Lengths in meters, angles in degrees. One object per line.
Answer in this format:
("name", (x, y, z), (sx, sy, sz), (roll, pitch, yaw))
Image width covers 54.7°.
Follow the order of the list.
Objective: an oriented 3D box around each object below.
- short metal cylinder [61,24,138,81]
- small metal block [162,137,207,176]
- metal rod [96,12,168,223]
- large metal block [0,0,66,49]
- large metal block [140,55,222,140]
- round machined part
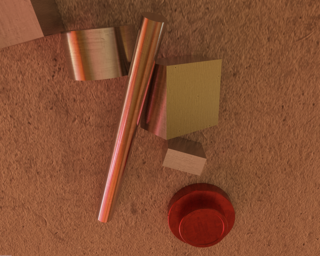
("short metal cylinder", (-0.065, -0.087, 0.348), (0.080, 0.080, 0.050), (-5, 110, 1))
("small metal block", (0.030, 0.034, 0.410), (0.050, 0.050, 0.025), (16, 109, -6))
("metal rod", (-0.043, 0.013, 0.373), (0.025, 0.025, 0.298), (14, 125, -6))
("large metal block", (-0.148, -0.134, 0.329), (0.050, 0.080, 0.080), (-14, 110, 5))
("large metal block", (0.024, -0.040, 0.362), (0.081, 0.050, 0.079), (-15, 115, -35))
("round machined part", (0.061, 0.133, 0.451), (0.099, 0.042, 0.097), (0, 110, -1))
